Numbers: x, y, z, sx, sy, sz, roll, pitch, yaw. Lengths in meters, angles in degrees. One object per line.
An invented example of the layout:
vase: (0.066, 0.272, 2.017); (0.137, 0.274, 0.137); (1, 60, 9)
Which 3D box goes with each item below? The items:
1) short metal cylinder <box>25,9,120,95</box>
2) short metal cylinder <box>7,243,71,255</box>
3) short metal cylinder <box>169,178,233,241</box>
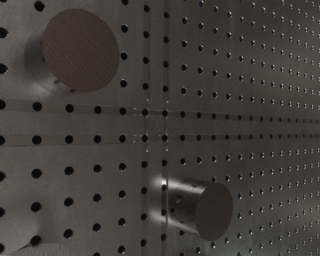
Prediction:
short metal cylinder: (-0.090, -0.075, 0.319); (0.081, 0.050, 0.079); (0, 90, -40)
short metal cylinder: (-0.116, 0.148, 0.277); (0.081, 0.080, 0.050); (-17, 101, -39)
short metal cylinder: (0.060, 0.115, 0.446); (0.081, 0.050, 0.079); (0, 90, -40)
